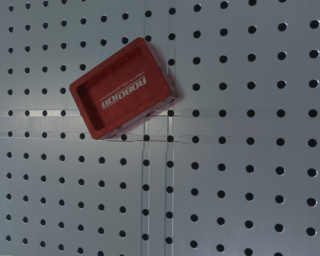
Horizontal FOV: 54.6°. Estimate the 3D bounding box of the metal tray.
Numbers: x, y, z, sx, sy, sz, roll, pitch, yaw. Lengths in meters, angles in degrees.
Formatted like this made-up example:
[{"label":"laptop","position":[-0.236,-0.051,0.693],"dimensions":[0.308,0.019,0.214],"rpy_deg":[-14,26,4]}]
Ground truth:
[{"label":"metal tray","position":[-0.053,-0.051,0.429],"dimensions":[0.130,0.030,0.090],"rpy_deg":[-30,80,17]}]
